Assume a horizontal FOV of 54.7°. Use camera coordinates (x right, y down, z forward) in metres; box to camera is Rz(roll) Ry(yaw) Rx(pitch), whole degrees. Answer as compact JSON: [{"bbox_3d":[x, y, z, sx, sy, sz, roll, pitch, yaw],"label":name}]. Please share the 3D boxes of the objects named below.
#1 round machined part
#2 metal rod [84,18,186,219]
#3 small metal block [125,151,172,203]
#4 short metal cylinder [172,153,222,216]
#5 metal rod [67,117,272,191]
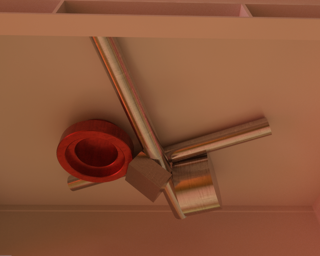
[{"bbox_3d":[-0.084,0.026,0.418,0.099,0.042,0.097,-1,130,0],"label":"round machined part"},{"bbox_3d":[-0.016,0.011,0.393,0.025,0.025,0.299,-15,122,12],"label":"metal rod"},{"bbox_3d":[-0.017,0.065,0.409,0.050,0.025,0.050,36,147,12],"label":"small metal block"},{"bbox_3d":[0.054,0.080,0.440,0.050,0.080,0.080,-15,129,12],"label":"short metal cylinder"},{"bbox_3d":[0.004,0.041,0.443,0.301,0.025,0.025,-18,128,14],"label":"metal rod"}]
